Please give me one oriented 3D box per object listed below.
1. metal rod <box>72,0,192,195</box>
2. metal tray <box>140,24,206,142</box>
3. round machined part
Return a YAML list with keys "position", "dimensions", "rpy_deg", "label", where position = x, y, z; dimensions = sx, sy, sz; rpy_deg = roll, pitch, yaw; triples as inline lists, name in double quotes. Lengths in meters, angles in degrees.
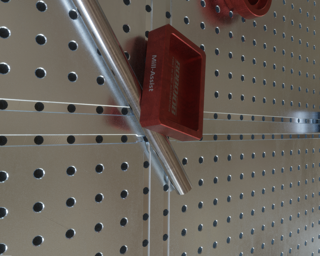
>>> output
- position: [-0.030, -0.038, 0.383]
  dimensions: [0.025, 0.025, 0.299]
  rpy_deg: [-41, 115, -32]
  label: "metal rod"
- position: [0.021, -0.055, 0.401]
  dimensions: [0.090, 0.030, 0.129]
  rpy_deg: [21, 68, -46]
  label: "metal tray"
- position: [0.142, -0.230, 0.516]
  dimensions: [0.099, 0.042, 0.097]
  rpy_deg: [0, 90, -40]
  label: "round machined part"
